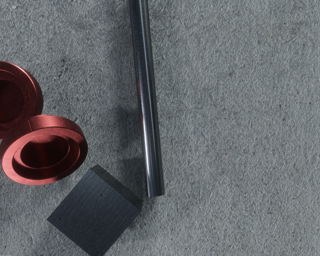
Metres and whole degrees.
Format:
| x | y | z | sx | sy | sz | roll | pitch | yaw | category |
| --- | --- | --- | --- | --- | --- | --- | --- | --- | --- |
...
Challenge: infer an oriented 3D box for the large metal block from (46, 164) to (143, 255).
| x | y | z | sx | sy | sz | roll | pitch | yaw | category |
| --- | --- | --- | --- | --- | --- | --- | --- | --- | --- |
| -0.080 | 0.105 | 0.397 | 0.080 | 0.050 | 0.080 | 40 | 90 | -1 | large metal block |

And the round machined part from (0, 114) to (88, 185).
| x | y | z | sx | sy | sz | roll | pitch | yaw | category |
| --- | --- | --- | --- | --- | --- | --- | --- | --- | --- |
| -0.143 | 0.022 | 0.382 | 0.098 | 0.098 | 0.042 | -34 | 51 | 0 | round machined part |

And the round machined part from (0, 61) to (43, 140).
| x | y | z | sx | sy | sz | roll | pitch | yaw | category |
| --- | --- | --- | --- | --- | --- | --- | --- | --- | --- |
| -0.199 | -0.034 | 0.399 | 0.099 | 0.042 | 0.097 | 0 | 90 | -1 | round machined part |

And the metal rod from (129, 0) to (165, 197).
| x | y | z | sx | sy | sz | roll | pitch | yaw | category |
| --- | --- | --- | --- | --- | --- | --- | --- | --- | --- |
| -0.019 | -0.060 | 0.409 | 0.025 | 0.025 | 0.298 | -5 | 90 | -1 | metal rod |
